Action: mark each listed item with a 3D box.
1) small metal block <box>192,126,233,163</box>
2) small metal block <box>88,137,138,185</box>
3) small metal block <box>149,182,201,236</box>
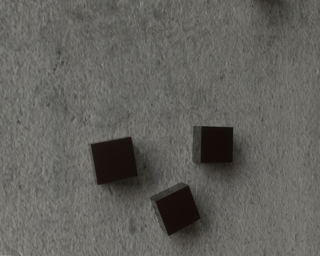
[{"bbox_3d":[0.075,0.023,0.438,0.050,0.025,0.050,2,90,-21],"label":"small metal block"},{"bbox_3d":[-0.059,0.039,0.388,0.050,0.025,0.050,-10,94,-20],"label":"small metal block"},{"bbox_3d":[0.020,0.108,0.418,0.050,0.025,0.050,-23,98,-19],"label":"small metal block"}]
